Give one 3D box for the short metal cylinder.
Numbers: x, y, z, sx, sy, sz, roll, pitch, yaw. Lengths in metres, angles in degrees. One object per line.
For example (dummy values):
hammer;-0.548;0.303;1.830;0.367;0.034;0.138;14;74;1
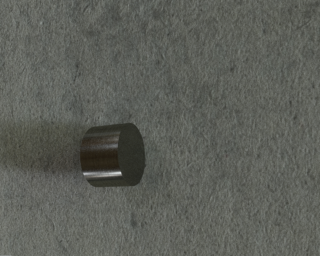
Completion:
short metal cylinder;-0.058;0.035;0.399;0.050;0.080;0.080;-6;88;20
